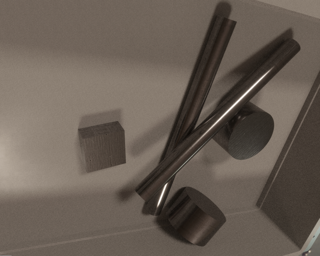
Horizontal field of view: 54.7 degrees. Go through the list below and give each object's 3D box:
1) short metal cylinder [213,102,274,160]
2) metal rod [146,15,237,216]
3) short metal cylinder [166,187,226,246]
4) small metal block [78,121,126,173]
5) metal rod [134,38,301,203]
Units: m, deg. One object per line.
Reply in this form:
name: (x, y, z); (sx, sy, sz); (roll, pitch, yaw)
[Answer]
short metal cylinder: (0.120, 0.000, 0.461); (0.081, 0.050, 0.079); (-14, 125, -21)
metal rod: (0.035, -0.002, 0.428); (0.025, 0.025, 0.298); (5, 116, -31)
short metal cylinder: (0.057, 0.139, 0.493); (0.080, 0.080, 0.050); (30, 102, -38)
small metal block: (-0.071, 0.023, 0.385); (0.050, 0.025, 0.050); (-13, 124, -22)
metal rod: (0.082, -0.015, 0.421); (0.301, 0.025, 0.025); (-44, 130, -8)
